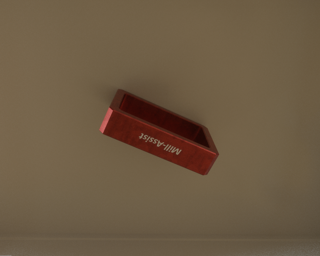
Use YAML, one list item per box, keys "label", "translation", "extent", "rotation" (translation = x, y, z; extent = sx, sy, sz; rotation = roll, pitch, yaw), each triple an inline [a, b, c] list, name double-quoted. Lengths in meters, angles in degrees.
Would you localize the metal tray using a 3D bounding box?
- label: "metal tray"
  translation: [0.000, 0.002, 0.374]
  extent: [0.131, 0.090, 0.030]
  rotation: [23, 108, -9]
